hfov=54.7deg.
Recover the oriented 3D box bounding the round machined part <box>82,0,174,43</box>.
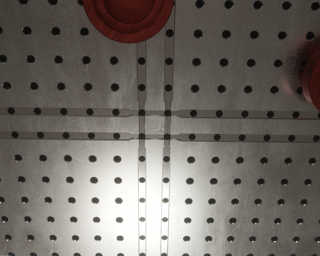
[{"bbox_3d":[-0.034,-0.147,0.350,0.099,0.042,0.097,0,110,-1],"label":"round machined part"}]

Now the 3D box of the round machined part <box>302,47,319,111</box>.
[{"bbox_3d":[0.225,-0.064,0.384,0.099,0.042,0.097,0,110,-1],"label":"round machined part"}]
